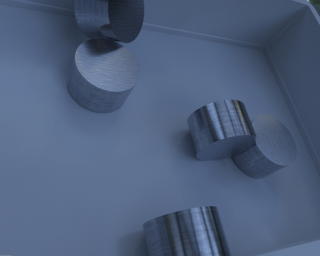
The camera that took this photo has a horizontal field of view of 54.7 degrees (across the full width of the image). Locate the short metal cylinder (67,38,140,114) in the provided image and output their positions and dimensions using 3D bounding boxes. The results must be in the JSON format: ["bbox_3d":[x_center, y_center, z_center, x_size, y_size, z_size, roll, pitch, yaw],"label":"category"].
[{"bbox_3d":[-0.072,-0.065,0.391,0.081,0.050,0.080,13,56,-21],"label":"short metal cylinder"}]

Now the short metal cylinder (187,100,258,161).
[{"bbox_3d":[0.081,0.005,0.411,0.081,0.080,0.050,1,62,-28],"label":"short metal cylinder"}]

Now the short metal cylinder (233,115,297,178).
[{"bbox_3d":[0.150,0.027,0.452,0.081,0.050,0.080,14,56,-22],"label":"short metal cylinder"}]

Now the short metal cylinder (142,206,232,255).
[{"bbox_3d":[0.027,0.116,0.314,0.081,0.080,0.050,1,62,-28],"label":"short metal cylinder"}]

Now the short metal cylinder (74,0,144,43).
[{"bbox_3d":[-0.062,-0.152,0.396,0.050,0.080,0.080,12,46,25],"label":"short metal cylinder"}]
